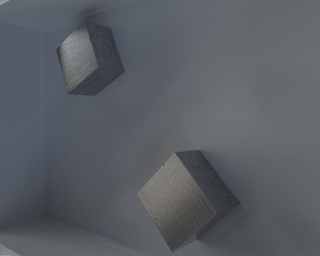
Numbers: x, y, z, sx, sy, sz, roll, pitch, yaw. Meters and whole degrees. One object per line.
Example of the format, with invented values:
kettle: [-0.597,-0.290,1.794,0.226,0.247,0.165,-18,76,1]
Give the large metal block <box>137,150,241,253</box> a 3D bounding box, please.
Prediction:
large metal block: [0.031,0.083,0.365,0.080,0.050,0.080,-51,60,28]

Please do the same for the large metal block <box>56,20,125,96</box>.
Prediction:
large metal block: [-0.110,-0.105,0.481,0.080,0.050,0.080,-29,72,36]

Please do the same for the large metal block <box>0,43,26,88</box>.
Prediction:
large metal block: [-0.335,-0.131,0.670,0.080,0.050,0.080,-3,88,40]
